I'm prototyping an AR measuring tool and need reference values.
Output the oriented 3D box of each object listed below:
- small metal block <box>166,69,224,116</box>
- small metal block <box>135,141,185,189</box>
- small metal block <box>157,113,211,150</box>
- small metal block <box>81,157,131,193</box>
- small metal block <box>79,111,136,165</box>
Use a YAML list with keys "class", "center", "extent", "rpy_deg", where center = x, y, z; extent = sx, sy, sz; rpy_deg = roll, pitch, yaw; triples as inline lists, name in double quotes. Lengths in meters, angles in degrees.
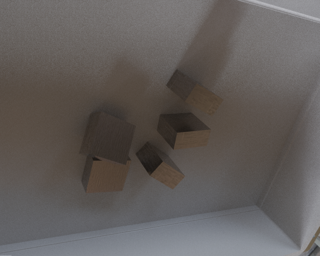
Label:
- class: "small metal block"
  center: [0.043, -0.045, 0.390]
  extent: [0.050, 0.050, 0.025]
  rpy_deg: [24, 105, -37]
- class: "small metal block"
  center: [0.000, 0.051, 0.426]
  extent: [0.025, 0.050, 0.050]
  rpy_deg: [-48, 129, 5]
- class: "small metal block"
  center: [0.031, 0.003, 0.413]
  extent: [0.050, 0.050, 0.025]
  rpy_deg: [-5, 121, -27]
- class: "small metal block"
  center: [-0.071, 0.057, 0.406]
  extent: [0.050, 0.025, 0.050]
  rpy_deg: [3, 117, -30]
- class: "small metal block"
  center: [-0.062, 0.013, 0.369]
  extent: [0.050, 0.025, 0.050]
  rpy_deg: [24, 72, -37]
